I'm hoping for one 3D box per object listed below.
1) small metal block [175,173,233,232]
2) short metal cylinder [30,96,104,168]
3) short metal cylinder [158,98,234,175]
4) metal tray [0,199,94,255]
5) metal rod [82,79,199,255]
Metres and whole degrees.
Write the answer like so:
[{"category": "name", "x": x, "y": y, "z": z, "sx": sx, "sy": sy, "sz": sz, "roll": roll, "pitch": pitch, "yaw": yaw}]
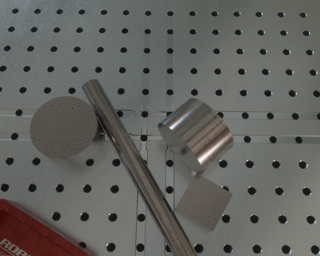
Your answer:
[{"category": "small metal block", "x": 0.053, "y": 0.091, "z": 0.379, "sx": 0.050, "sy": 0.025, "sz": 0.050, "roll": 30, "pitch": 73, "yaw": 10}, {"category": "short metal cylinder", "x": -0.116, "y": 0.006, "z": 0.395, "sx": 0.081, "sy": 0.050, "sz": 0.080, "roll": 0, "pitch": 70, "yaw": 0}, {"category": "short metal cylinder", "x": 0.043, "y": 0.010, "z": 0.379, "sx": 0.050, "sy": 0.080, "sz": 0.080, "roll": -40, "pitch": 75, "yaw": -13}, {"category": "metal tray", "x": -0.155, "y": 0.152, "z": 0.352, "sx": 0.130, "sy": 0.030, "sz": 0.090, "roll": 29, "pitch": 72, "yaw": 10}, {"category": "metal rod", "x": -0.022, "y": 0.062, "z": 0.388, "sx": 0.025, "sy": 0.025, "sz": 0.299, "roll": -28, "pitch": 73, "yaw": -10}]
